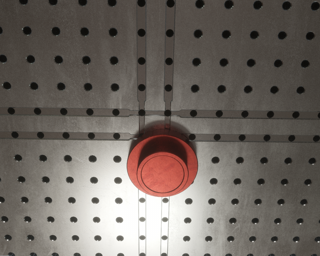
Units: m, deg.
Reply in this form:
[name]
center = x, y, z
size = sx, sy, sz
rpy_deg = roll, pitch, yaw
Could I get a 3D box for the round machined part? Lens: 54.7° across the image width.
[round machined part]
center = 0.003, 0.054, 0.425
size = 0.099, 0.042, 0.097
rpy_deg = 0, 111, -1
